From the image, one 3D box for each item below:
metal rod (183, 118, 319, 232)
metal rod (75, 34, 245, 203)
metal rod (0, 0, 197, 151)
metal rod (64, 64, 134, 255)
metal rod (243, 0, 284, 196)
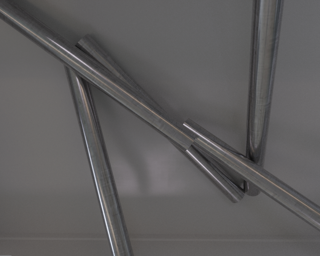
[{"bbox_3d":[0.152,0.082,0.371,0.300,0.025,0.025,35,107,9],"label":"metal rod"},{"bbox_3d":[0.009,-0.003,0.410,0.025,0.025,0.300,-42,105,14],"label":"metal rod"},{"bbox_3d":[-0.085,-0.070,0.358,0.301,0.025,0.025,36,106,-5],"label":"metal rod"},{"bbox_3d":[-0.068,0.061,0.373,0.025,0.025,0.298,-15,87,5],"label":"metal rod"},{"bbox_3d":[0.109,-0.017,0.343,0.025,0.025,0.299,-9,134,3],"label":"metal rod"}]
